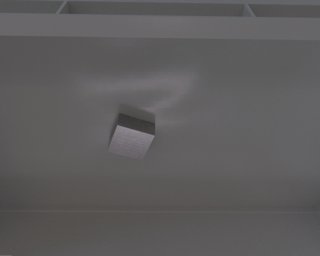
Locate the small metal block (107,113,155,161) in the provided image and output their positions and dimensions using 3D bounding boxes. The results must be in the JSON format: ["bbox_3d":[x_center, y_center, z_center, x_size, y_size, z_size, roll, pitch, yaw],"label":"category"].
[{"bbox_3d":[-0.039,0.013,0.419,0.050,0.025,0.050,16,128,-14],"label":"small metal block"}]
